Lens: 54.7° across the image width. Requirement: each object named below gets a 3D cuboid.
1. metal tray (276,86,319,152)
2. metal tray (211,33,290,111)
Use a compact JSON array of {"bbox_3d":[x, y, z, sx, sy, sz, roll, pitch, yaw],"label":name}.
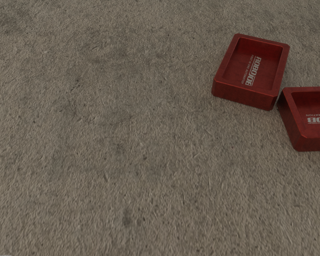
[{"bbox_3d":[0.235,-0.015,0.413,0.131,0.030,0.090,-2,50,-2],"label":"metal tray"},{"bbox_3d":[0.141,-0.091,0.476,0.090,0.030,0.130,18,52,14],"label":"metal tray"}]
